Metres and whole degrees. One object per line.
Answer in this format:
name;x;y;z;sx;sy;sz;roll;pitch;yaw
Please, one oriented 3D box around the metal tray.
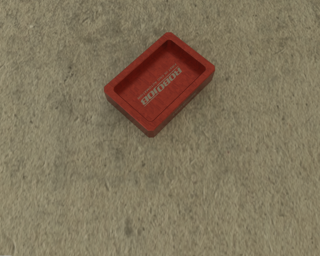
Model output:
metal tray;0.000;-0.062;0.427;0.090;0.030;0.130;42;75;13
